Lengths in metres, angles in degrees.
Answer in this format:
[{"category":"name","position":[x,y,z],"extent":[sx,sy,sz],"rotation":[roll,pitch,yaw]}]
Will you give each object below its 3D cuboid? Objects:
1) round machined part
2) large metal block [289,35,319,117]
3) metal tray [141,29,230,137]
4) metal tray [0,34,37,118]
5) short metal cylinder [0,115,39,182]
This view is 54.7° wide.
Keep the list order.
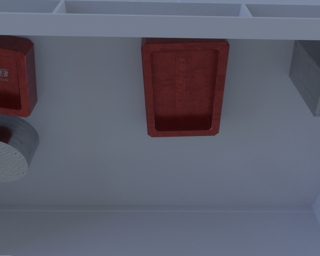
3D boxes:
[{"category":"round machined part","position":[0.000,0.237,0.603],"extent":[0.099,0.042,0.097],"rotation":[-1,130,0]},{"category":"large metal block","position":[0.193,-0.059,0.325],"extent":[0.080,0.080,0.050],"rotation":[-5,130,4]},{"category":"metal tray","position":[0.028,-0.047,0.365],"extent":[0.091,0.030,0.129],"rotation":[-2,130,1]},{"category":"metal tray","position":[-0.212,-0.064,0.348],"extent":[0.131,0.030,0.089],"rotation":[8,130,-8]},{"category":"short metal cylinder","position":[-0.210,0.027,0.412],"extent":[0.081,0.050,0.079],"rotation":[0,130,0]}]
